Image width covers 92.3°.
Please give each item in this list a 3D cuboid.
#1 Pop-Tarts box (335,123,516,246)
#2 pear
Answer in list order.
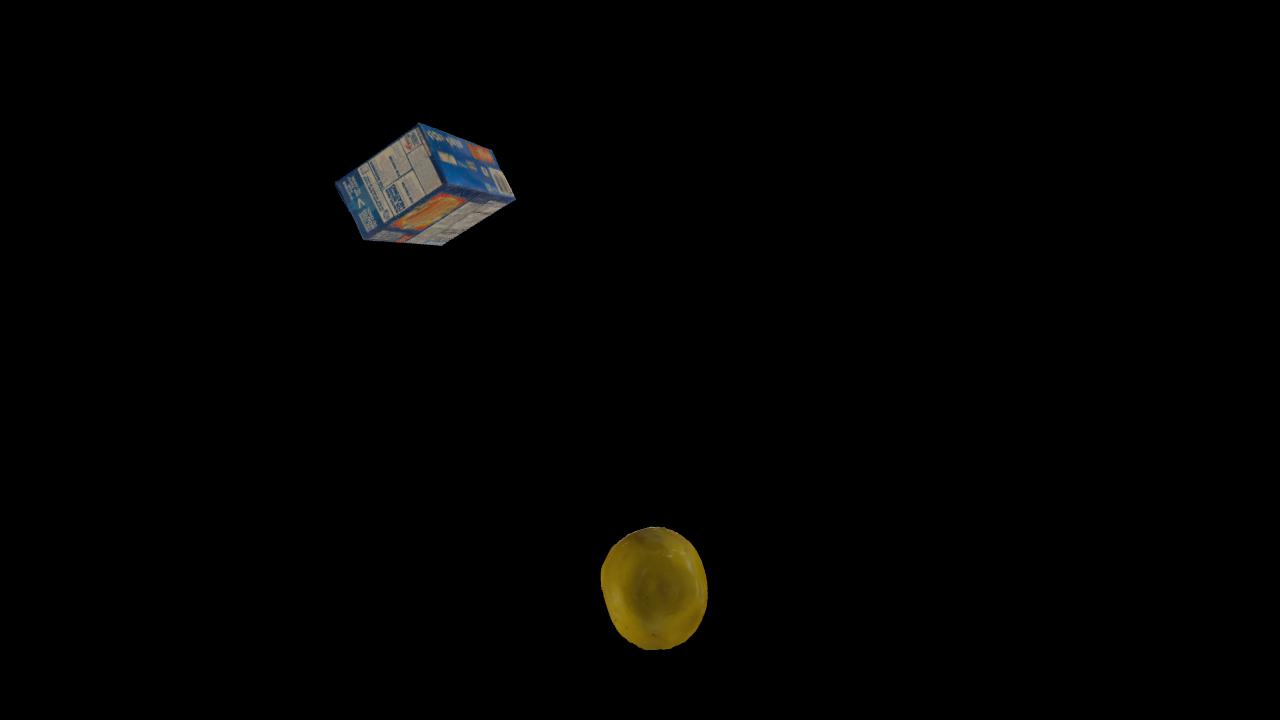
[{"bbox_3d":[-0.272,-0.220,0.802,0.141,0.083,0.167,-26,-1,18],"label":"Pop-Tarts box"},{"bbox_3d":[0.006,0.163,0.450,0.080,0.080,0.111,0,-13,-12],"label":"pear"}]
